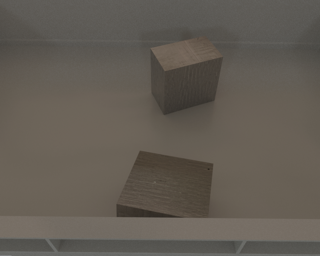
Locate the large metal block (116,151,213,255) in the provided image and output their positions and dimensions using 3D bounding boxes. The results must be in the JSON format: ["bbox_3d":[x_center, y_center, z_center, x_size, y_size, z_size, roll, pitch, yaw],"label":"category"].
[{"bbox_3d":[0.008,0.073,0.314,0.080,0.050,0.080,10,34,8],"label":"large metal block"}]

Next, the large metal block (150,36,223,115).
[{"bbox_3d":[0.034,-0.072,0.431,0.081,0.080,0.050,-17,52,-14],"label":"large metal block"}]

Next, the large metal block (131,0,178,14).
[{"bbox_3d":[-0.006,-0.282,0.628,0.080,0.050,0.080,18,52,14],"label":"large metal block"}]
